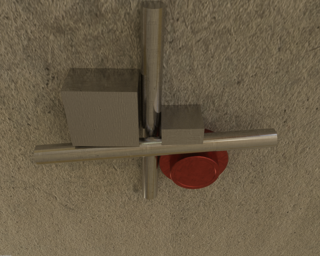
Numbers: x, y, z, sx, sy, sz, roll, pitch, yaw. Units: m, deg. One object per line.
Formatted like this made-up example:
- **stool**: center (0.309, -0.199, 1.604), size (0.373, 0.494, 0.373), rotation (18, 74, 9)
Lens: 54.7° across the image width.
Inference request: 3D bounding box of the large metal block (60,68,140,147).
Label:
- **large metal block**: center (-0.065, -0.024, 0.370), size (0.081, 0.050, 0.079), rotation (1, 130, -1)

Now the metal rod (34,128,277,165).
- **metal rod**: center (-0.003, 0.023, 0.396), size (0.302, 0.025, 0.025), rotation (-4, 130, -3)

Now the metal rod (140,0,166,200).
- **metal rod**: center (-0.012, -0.008, 0.401), size (0.025, 0.025, 0.298), rotation (1, 130, -2)

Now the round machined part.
- **round machined part**: center (0.048, 0.050, 0.440), size (0.099, 0.042, 0.097), rotation (-1, 130, 0)

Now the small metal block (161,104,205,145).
- **small metal block**: center (0.027, -0.005, 0.388), size (0.050, 0.050, 0.025), rotation (-1, 130, 0)
